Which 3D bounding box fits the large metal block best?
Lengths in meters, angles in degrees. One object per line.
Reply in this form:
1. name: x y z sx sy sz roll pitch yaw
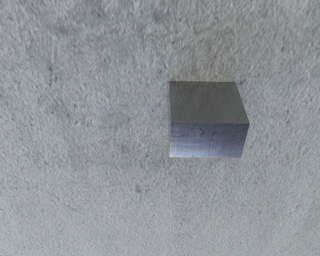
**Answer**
1. large metal block: 0.051 -0.012 0.361 0.080 0.080 0.050 1 130 -1
